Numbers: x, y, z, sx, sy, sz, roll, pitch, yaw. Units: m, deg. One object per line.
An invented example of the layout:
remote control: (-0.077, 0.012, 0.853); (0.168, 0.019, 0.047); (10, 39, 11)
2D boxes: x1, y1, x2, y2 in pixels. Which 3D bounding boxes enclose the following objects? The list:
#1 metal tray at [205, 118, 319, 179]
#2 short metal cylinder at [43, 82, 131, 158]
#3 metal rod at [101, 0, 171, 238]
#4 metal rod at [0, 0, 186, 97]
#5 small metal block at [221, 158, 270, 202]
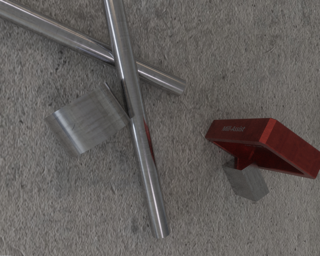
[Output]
metal tray: (0.128, 0.024, 0.400); (0.090, 0.130, 0.030); (32, 80, -17)
short metal cylinder: (-0.081, -0.010, 0.350); (0.080, 0.080, 0.050); (-34, 102, -17)
metal rod: (-0.026, -0.004, 0.381); (0.025, 0.025, 0.298); (-15, 102, -19)
metal rod: (-0.104, -0.106, 0.370); (0.302, 0.025, 0.025); (22, 83, -19)
small metal block: (0.121, 0.072, 0.440); (0.025, 0.050, 0.050); (-30, 100, -17)
